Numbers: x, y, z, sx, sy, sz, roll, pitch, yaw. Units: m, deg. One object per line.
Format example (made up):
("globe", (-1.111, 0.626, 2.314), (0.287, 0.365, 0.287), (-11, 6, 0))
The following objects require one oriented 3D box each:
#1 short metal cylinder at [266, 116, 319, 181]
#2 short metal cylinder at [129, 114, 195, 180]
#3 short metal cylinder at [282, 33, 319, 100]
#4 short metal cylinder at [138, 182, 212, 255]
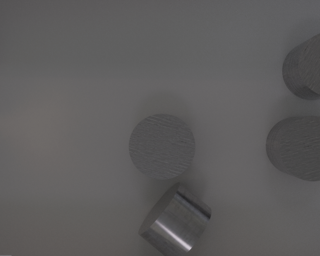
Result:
("short metal cylinder", (0.185, 0.025, 0.400), (0.081, 0.050, 0.080), (0, 90, 0))
("short metal cylinder", (0.003, 0.022, 0.399), (0.081, 0.050, 0.080), (0, 90, 0))
("short metal cylinder", (0.208, -0.078, 0.400), (0.081, 0.050, 0.080), (0, 90, 0))
("short metal cylinder", (0.018, 0.115, 0.384), (0.050, 0.080, 0.080), (40, 90, 0))
